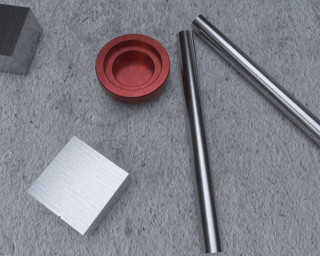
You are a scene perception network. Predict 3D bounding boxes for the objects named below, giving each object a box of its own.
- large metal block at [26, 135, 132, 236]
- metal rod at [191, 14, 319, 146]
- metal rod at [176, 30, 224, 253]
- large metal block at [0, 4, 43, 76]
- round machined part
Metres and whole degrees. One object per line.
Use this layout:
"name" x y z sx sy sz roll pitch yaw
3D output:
"large metal block" -0.091 0.069 0.368 0.080 0.050 0.080 33 73 11
"metal rod" 0.154 -0.054 0.429 0.025 0.025 0.300 -39 75 -13
"metal rod" 0.049 0.003 0.407 0.025 0.025 0.299 -4 70 -2
"large metal block" -0.225 -0.126 0.438 0.080 0.050 0.080 8 70 2
"round machined part" -0.036 -0.077 0.427 0.099 0.042 0.098 0 70 -1
